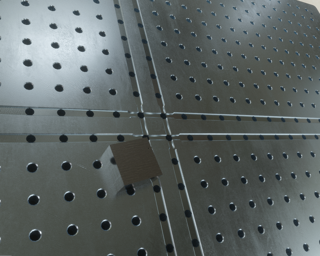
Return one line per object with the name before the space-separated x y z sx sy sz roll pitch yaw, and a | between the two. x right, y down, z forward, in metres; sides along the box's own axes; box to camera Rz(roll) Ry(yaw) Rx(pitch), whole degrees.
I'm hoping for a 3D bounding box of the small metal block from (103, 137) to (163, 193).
small metal block | -0.032 0.043 0.366 0.050 0.025 0.050 -11 67 -33
